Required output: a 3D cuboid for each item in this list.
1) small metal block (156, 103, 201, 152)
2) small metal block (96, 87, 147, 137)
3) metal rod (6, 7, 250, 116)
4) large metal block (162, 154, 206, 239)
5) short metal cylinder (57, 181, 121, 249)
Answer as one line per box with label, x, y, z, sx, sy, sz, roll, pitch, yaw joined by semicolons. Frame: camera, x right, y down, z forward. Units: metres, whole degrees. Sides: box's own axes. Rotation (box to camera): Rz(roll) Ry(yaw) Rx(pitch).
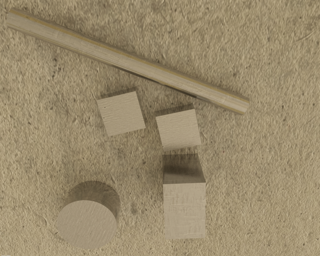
small metal block;0.024;-0.001;0.410;0.050;0.025;0.050;-12;110;4
small metal block;-0.048;-0.021;0.401;0.050;0.025;0.050;-13;110;4
metal rod;-0.031;-0.078;0.380;0.302;0.025;0.025;20;109;-8
large metal block;0.030;0.088;0.414;0.050;0.080;0.079;-2;110;0
short metal cylinder;-0.099;0.123;0.440;0.081;0.050;0.079;0;110;-1
